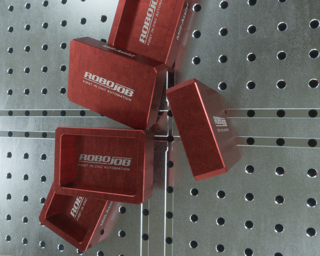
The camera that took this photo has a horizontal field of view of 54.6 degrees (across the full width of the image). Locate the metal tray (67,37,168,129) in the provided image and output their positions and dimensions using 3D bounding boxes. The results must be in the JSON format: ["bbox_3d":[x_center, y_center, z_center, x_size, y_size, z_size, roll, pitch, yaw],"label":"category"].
[{"bbox_3d":[-0.061,-0.060,0.415,0.130,0.030,0.089,23,120,18],"label":"metal tray"}]

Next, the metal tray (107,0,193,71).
[{"bbox_3d":[-0.011,-0.151,0.414,0.090,0.030,0.129,19,96,19],"label":"metal tray"}]

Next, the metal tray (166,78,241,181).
[{"bbox_3d":[0.053,0.001,0.338,0.030,0.130,0.090,-20,83,19],"label":"metal tray"}]

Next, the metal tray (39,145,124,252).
[{"bbox_3d":[-0.112,0.098,0.450,0.090,0.030,0.129,27,99,18],"label":"metal tray"}]

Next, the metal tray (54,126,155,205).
[{"bbox_3d":[-0.074,0.045,0.403,0.130,0.030,0.090,2,91,20],"label":"metal tray"}]
